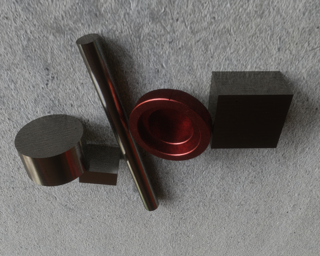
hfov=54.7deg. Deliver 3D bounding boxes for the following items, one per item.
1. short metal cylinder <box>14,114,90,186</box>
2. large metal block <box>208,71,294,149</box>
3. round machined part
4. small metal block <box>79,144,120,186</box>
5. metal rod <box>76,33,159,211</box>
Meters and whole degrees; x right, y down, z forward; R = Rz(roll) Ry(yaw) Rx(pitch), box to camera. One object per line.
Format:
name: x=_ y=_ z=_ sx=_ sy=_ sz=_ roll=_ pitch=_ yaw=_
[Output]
short metal cylinder: x=-0.134 y=0.027 z=0.392 sx=0.081 sy=0.080 sz=0.050 roll=-1 pitch=130 yaw=0
large metal block: x=0.102 y=-0.021 z=0.374 sx=0.081 sy=0.050 sz=0.079 roll=-1 pitch=130 yaw=0
round machined part: x=0.015 y=-0.008 z=0.379 sx=0.098 sy=0.042 sz=0.097 roll=10 pitch=133 yaw=11
small metal block: x=-0.083 y=0.051 z=0.433 sx=0.050 sy=0.050 sz=0.025 roll=6 pitch=130 yaw=-6
metal rod: x=-0.045 y=0.017 z=0.420 sx=0.025 sy=0.025 sz=0.298 roll=-10 pitch=130 yaw=7
